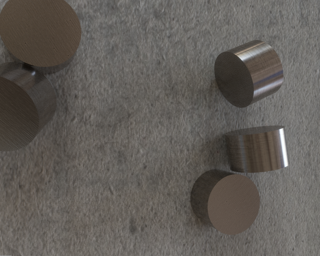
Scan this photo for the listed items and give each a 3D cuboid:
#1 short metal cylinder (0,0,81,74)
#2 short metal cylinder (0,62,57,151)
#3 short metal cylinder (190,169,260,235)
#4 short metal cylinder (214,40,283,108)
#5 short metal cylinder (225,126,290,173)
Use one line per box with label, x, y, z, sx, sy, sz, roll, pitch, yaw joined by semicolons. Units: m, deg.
short metal cylinder;-0.132;-0.104;0.347;0.081;0.050;0.079;0;90;-21
short metal cylinder;-0.156;-0.023;0.320;0.081;0.050;0.079;1;115;2
short metal cylinder;0.090;0.100;0.431;0.081;0.050;0.079;0;90;-21
short metal cylinder;0.120;-0.074;0.426;0.050;0.080;0.080;-25;99;-19
short metal cylinder;0.134;0.028;0.431;0.081;0.080;0.050;-11;94;-20
